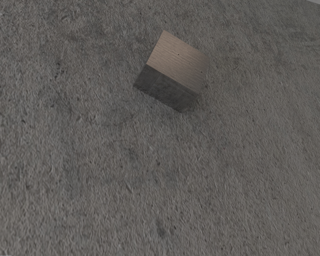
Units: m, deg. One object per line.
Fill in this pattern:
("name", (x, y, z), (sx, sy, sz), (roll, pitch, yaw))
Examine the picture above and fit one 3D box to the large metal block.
("large metal block", (0.018, -0.081, 0.446), (0.080, 0.050, 0.080), (29, 52, -10))
